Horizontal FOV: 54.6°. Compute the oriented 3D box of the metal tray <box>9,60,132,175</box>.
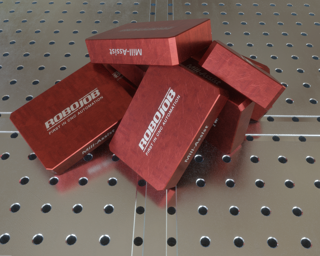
[{"bbox_3d":[-0.104,-0.016,0.388,0.130,0.030,0.090,-38,75,-14],"label":"metal tray"}]

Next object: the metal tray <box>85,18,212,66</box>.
[{"bbox_3d":[-0.014,-0.106,0.379,0.130,0.030,0.090,10,33,34],"label":"metal tray"}]

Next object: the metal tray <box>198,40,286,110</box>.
[{"bbox_3d":[0.098,-0.071,0.383,0.090,0.030,0.130,34,20,1],"label":"metal tray"}]

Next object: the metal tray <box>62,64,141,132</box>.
[{"bbox_3d":[-0.081,-0.048,0.443,0.090,0.030,0.131,32,57,24],"label":"metal tray"}]

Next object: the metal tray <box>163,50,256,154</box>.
[{"bbox_3d":[0.051,-0.034,0.396,0.130,0.090,0.030,37,60,27],"label":"metal tray"}]

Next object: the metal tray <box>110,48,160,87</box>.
[{"bbox_3d":[-0.005,-0.109,0.472,0.131,0.030,0.090,-26,56,-38],"label":"metal tray"}]

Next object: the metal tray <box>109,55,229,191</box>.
[{"bbox_3d":[0.006,-0.006,0.353,0.090,0.129,0.030,36,17,25],"label":"metal tray"}]

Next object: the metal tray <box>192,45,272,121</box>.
[{"bbox_3d":[0.091,-0.072,0.437,0.131,0.030,0.090,21,50,-9],"label":"metal tray"}]
